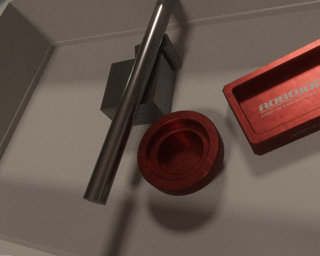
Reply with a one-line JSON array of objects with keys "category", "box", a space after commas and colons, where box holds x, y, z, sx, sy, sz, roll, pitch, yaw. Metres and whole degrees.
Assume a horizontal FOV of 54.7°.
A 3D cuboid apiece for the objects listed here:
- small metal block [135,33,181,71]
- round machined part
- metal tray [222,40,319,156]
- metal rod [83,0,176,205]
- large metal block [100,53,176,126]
[{"category": "small metal block", "box": [-0.002, -0.103, 0.453, 0.050, 0.050, 0.025, -17, 55, 18]}, {"category": "round machined part", "box": [0.027, 0.032, 0.360, 0.098, 0.042, 0.098, -13, 56, 20]}, {"category": "metal tray", "box": [0.148, -0.036, 0.346, 0.130, 0.030, 0.090, -26, 53, 11]}, {"category": "metal rod", "box": [-0.030, -0.054, 0.388, 0.025, 0.025, 0.300, 4, 64, 29]}, {"category": "large metal block", "box": [-0.028, -0.051, 0.434, 0.080, 0.050, 0.080, -6, 59, 25]}]
